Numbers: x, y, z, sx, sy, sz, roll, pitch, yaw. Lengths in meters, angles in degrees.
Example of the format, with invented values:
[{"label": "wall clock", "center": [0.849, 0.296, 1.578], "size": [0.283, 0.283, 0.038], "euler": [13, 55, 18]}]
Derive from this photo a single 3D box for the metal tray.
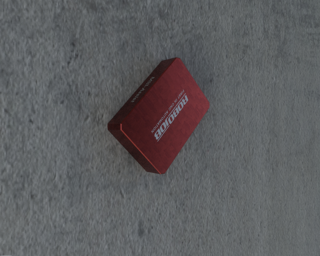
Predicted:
[{"label": "metal tray", "center": [0.004, -0.017, 0.404], "size": [0.090, 0.030, 0.130], "euler": [52, 60, -28]}]
